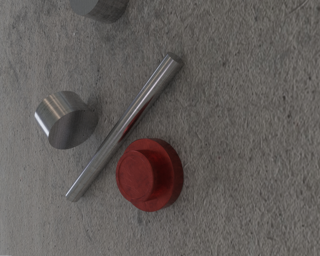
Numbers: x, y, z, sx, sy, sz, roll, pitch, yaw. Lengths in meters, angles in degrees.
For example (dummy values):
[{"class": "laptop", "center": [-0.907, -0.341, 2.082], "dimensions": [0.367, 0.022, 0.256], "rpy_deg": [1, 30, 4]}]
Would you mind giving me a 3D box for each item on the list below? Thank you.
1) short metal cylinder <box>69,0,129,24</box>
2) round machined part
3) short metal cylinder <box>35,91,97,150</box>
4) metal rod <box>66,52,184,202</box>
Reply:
[{"class": "short metal cylinder", "center": [-0.091, -0.203, 0.464], "dimensions": [0.080, 0.050, 0.079], "rpy_deg": [0, 90, 40]}, {"class": "round machined part", "center": [-0.021, 0.062, 0.411], "dimensions": [0.098, 0.042, 0.097], "rpy_deg": [0, 90, 40]}, {"class": "short metal cylinder", "center": [-0.149, -0.012, 0.492], "dimensions": [0.050, 0.081, 0.080], "rpy_deg": [46, 118, 30]}, {"class": "metal rod", "center": [-0.064, 0.014, 0.458], "dimensions": [0.298, 0.025, 0.025], "rpy_deg": [-50, 61, 28]}]
